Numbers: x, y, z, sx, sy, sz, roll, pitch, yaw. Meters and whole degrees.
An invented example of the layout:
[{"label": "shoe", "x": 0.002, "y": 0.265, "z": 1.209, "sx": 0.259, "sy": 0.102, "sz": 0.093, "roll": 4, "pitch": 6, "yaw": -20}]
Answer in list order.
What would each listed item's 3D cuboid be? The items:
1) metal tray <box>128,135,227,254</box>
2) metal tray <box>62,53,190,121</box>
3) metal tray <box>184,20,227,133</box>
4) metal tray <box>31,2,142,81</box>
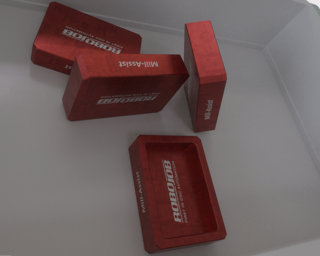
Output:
[{"label": "metal tray", "x": 0.019, "y": 0.073, "z": 0.367, "sx": 0.091, "sy": 0.030, "sz": 0.130, "roll": 2, "pitch": 61, "yaw": -27}, {"label": "metal tray", "x": -0.041, "y": -0.048, "z": 0.370, "sx": 0.131, "sy": 0.090, "sz": 0.030, "roll": -8, "pitch": 66, "yaw": -32}, {"label": "metal tray", "x": 0.054, "y": -0.061, "z": 0.405, "sx": 0.030, "sy": 0.130, "sz": 0.090, "roll": -9, "pitch": 63, "yaw": -1}, {"label": "metal tray", "x": -0.094, "y": -0.108, "z": 0.418, "sx": 0.131, "sy": 0.030, "sz": 0.090, "roll": 16, "pitch": 55, "yaw": -19}]
